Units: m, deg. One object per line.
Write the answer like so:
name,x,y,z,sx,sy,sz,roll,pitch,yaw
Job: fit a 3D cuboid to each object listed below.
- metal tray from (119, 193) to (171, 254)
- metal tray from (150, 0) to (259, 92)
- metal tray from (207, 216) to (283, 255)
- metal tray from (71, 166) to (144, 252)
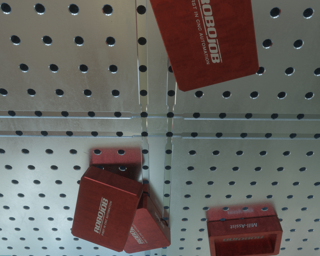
metal tray,-0.043,0.175,0.556,0.090,0.030,0.130,-16,129,13
metal tray,0.047,-0.106,0.318,0.090,0.030,0.130,-14,129,11
metal tray,0.158,0.210,0.587,0.131,0.030,0.090,-7,130,6
metal tray,-0.085,0.131,0.490,0.090,0.030,0.129,19,119,3
